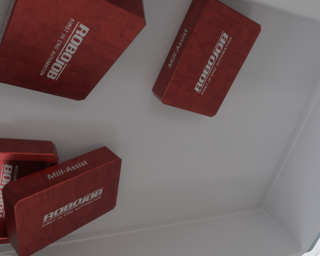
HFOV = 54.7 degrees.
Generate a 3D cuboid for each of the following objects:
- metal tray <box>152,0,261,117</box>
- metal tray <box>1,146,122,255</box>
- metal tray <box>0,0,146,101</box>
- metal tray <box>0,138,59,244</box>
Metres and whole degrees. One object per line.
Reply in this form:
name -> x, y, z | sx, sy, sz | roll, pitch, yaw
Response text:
metal tray -> 0.057, -0.084, 0.385 | 0.091, 0.030, 0.129 | 13, 112, -34
metal tray -> -0.109, 0.083, 0.365 | 0.131, 0.030, 0.089 | -21, 134, -41
metal tray -> -0.084, -0.076, 0.268 | 0.091, 0.030, 0.129 | 12, 147, -34
metal tray -> -0.176, 0.075, 0.355 | 0.091, 0.030, 0.129 | 6, 116, -31
